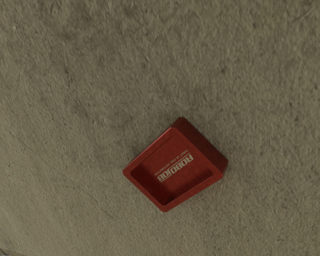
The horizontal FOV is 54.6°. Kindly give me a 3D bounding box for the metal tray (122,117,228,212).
[{"bbox_3d":[0.017,0.055,0.428,0.090,0.030,0.129,45,129,-3],"label":"metal tray"}]
